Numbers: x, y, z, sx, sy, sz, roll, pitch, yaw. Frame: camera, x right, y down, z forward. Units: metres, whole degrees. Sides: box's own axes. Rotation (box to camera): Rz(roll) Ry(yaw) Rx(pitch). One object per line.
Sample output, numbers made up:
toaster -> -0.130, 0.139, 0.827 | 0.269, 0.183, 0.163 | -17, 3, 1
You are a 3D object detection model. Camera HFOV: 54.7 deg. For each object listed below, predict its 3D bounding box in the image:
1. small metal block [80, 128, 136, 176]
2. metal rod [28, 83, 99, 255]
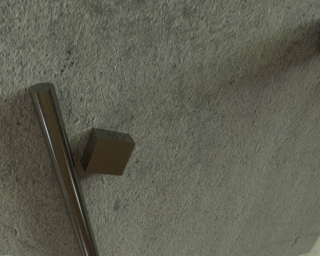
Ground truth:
small metal block -> -0.066, 0.031, 0.391 | 0.050, 0.025, 0.050 | 12, 113, -34
metal rod -> -0.113, 0.083, 0.397 | 0.025, 0.025, 0.298 | -17, 126, -19
